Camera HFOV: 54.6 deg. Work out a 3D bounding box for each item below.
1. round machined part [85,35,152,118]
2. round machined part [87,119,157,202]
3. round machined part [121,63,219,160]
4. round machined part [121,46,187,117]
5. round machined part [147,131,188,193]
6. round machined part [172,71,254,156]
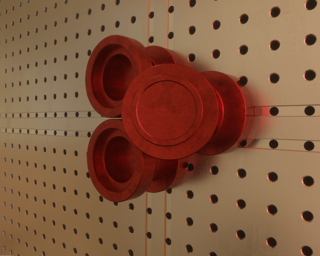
[{"bbox_3d":[-0.045,-0.061,0.381,0.098,0.042,0.097,0,90,40],"label":"round machined part"},{"bbox_3d":[-0.042,0.038,0.379,0.098,0.042,0.097,0,90,40],"label":"round machined part"},{"bbox_3d":[0.009,-0.016,0.309,0.098,0.042,0.097,0,90,8],"label":"round machined part"},{"bbox_3d":[-0.015,-0.061,0.413,0.098,0.042,0.097,0,90,40],"label":"round machined part"},{"bbox_3d":[-0.015,0.037,0.412,0.098,0.042,0.097,0,90,40],"label":"round machined part"},{"bbox_3d":[0.053,-0.017,0.356,0.098,0.042,0.097,0,90,40],"label":"round machined part"}]
